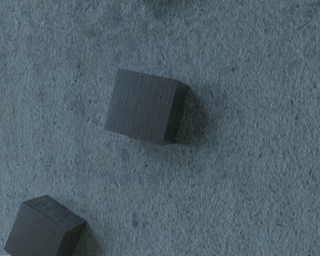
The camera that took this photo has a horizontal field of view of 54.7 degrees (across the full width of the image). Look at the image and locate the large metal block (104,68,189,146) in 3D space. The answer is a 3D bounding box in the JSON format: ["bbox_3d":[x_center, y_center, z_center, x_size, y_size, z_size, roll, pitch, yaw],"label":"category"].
[{"bbox_3d":[-0.016,-0.027,0.401,0.080,0.050,0.080,15,95,19],"label":"large metal block"}]

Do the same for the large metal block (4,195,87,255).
[{"bbox_3d":[-0.168,0.157,0.455,0.080,0.050,0.080,27,99,18],"label":"large metal block"}]
